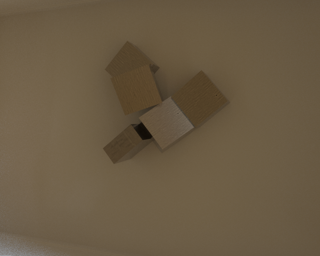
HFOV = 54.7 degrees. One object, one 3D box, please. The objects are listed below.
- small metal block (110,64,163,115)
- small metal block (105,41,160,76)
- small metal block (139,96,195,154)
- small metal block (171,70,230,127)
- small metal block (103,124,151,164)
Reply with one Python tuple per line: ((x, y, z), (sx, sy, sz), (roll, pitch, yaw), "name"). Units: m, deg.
((-0.028, -0.049, 0.396), (0.050, 0.025, 0.050), (-19, 102, 8), "small metal block")
((-0.038, -0.081, 0.423), (0.050, 0.025, 0.050), (45, 103, 14), "small metal block")
((0.008, -0.004, 0.396), (0.050, 0.025, 0.050), (-35, 78, -11), "small metal block")
((0.052, -0.036, 0.392), (0.050, 0.025, 0.050), (-41, 78, 15), "small metal block")
((-0.039, 0.020, 0.410), (0.050, 0.050, 0.025), (-40, 79, 16), "small metal block")
